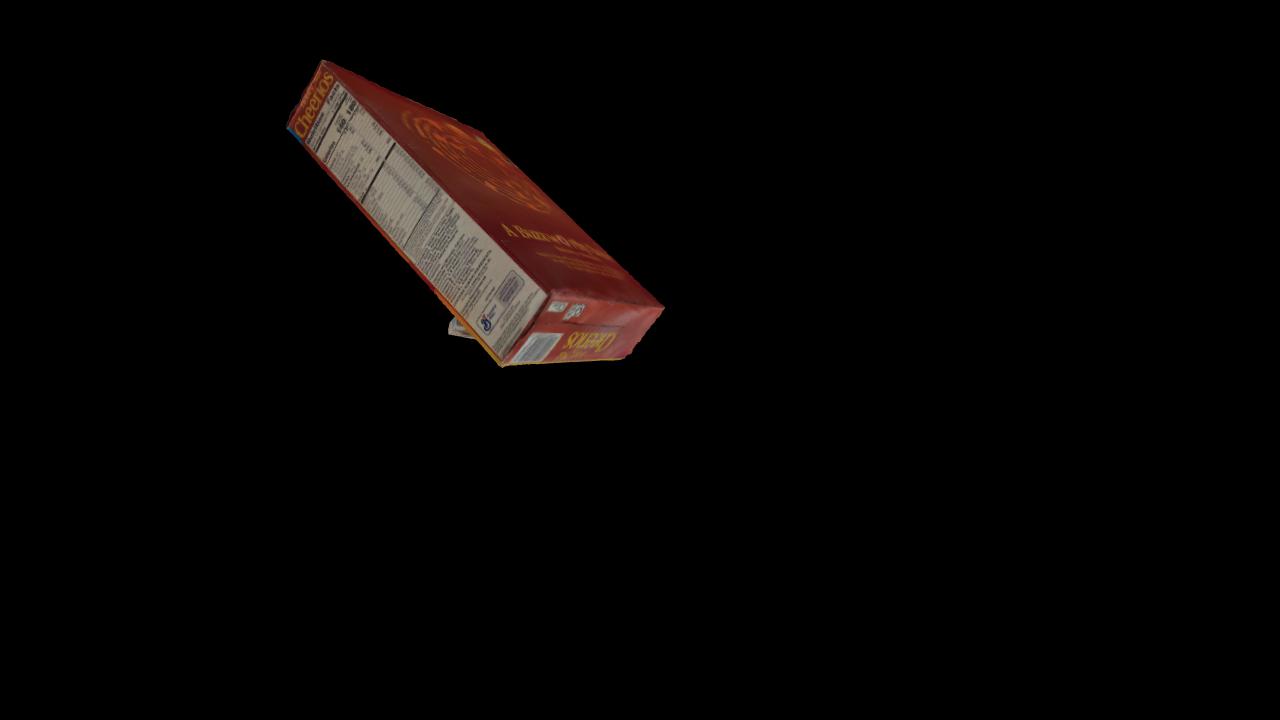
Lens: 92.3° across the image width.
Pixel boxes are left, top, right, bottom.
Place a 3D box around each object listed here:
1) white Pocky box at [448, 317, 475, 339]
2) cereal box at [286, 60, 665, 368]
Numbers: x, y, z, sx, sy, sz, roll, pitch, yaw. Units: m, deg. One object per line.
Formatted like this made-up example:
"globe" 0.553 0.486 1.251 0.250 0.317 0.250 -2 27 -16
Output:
"white Pocky box" -0.272 -0.054 1.150 0.154 0.028 0.084 10 -14 -26
"cereal box" -0.138 -0.124 0.556 0.306 0.081 0.203 44 18 17
